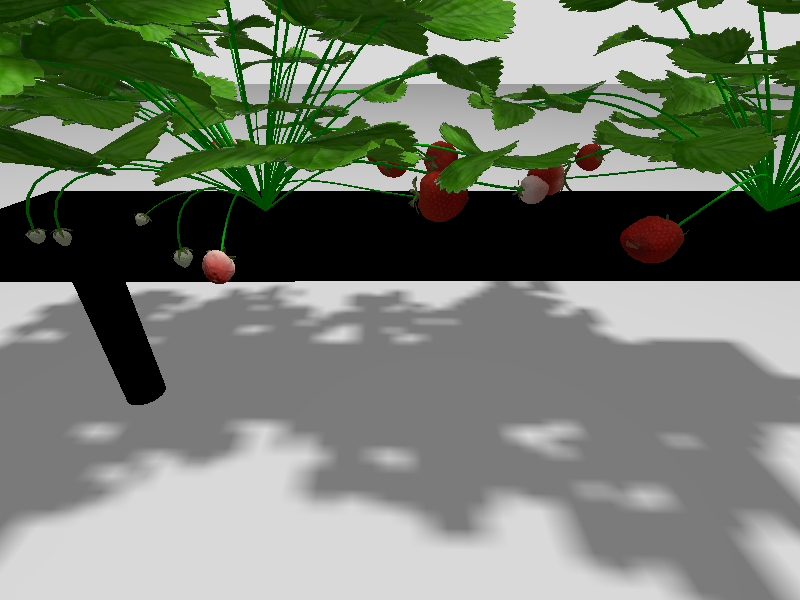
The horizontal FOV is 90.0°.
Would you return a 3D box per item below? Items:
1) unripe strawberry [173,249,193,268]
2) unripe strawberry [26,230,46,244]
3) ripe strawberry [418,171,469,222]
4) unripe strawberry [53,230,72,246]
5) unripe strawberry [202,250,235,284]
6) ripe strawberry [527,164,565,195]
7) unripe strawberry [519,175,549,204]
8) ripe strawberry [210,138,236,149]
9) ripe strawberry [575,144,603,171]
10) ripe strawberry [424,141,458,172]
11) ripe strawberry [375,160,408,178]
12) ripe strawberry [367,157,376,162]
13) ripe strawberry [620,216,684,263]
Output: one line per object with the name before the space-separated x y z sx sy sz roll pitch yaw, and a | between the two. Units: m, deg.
unripe strawberry | -0.137 -0.026 0.254 0.011 0.011 0.011 4 30 7
unripe strawberry | -0.252 -0.044 0.278 0.010 0.010 0.009 -18 35 -29
ripe strawberry | 0.036 -0.086 0.332 0.042 0.041 0.039 4 30 6
unripe strawberry | -0.230 -0.042 0.274 0.010 0.011 0.011 -23 37 -34
unripe strawberry | -0.105 -0.018 0.232 0.017 0.019 0.020 -3 -40 -5
ripe strawberry | 0.144 -0.122 0.396 0.035 0.035 0.038 8 31 14
unripe strawberry | 0.127 -0.104 0.376 0.026 0.026 0.025 -3 30 -6
ripe strawberry | -0.223 -0.190 0.513 0.038 0.035 0.035 -15 33 -25
ripe strawberry | 0.233 -0.176 0.497 0.030 0.032 0.033 -16 15 -26
ripe strawberry | 0.051 -0.165 0.469 0.041 0.040 0.038 -21 36 -33
ripe strawberry | -0.006 -0.167 0.472 0.039 0.041 0.042 22 36 33
ripe strawberry | -0.033 -0.196 0.535 0.021 0.024 0.023 12 16 19
ripe strawberry | 0.157 -0.037 0.253 0.031 0.031 0.034 -19 35 -28
